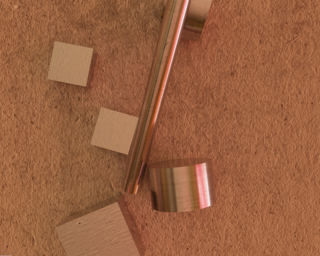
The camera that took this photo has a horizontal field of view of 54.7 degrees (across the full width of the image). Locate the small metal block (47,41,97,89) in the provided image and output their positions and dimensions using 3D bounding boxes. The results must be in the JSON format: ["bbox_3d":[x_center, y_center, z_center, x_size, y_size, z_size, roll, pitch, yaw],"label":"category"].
[{"bbox_3d":[-0.115,-0.082,0.409,0.050,0.025,0.050,11,90,0],"label":"small metal block"}]

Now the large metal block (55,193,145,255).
[{"bbox_3d":[-0.073,0.141,0.397,0.080,0.050,0.080,-23,90,0],"label":"large metal block"}]

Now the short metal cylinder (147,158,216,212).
[{"bbox_3d":[0.026,0.068,0.383,0.080,0.080,0.050,-7,90,0],"label":"short metal cylinder"}]

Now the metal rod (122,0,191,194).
[{"bbox_3d":[-0.002,-0.055,0.362,0.025,0.025,0.298,15,109,0],"label":"metal rod"}]

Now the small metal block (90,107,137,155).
[{"bbox_3d":[-0.058,0.004,0.410,0.050,0.025,0.050,16,90,0],"label":"small metal block"}]

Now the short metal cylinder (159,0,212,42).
[{"bbox_3d":[0.035,-0.152,0.383,0.050,0.080,0.080,17,90,0],"label":"short metal cylinder"}]
